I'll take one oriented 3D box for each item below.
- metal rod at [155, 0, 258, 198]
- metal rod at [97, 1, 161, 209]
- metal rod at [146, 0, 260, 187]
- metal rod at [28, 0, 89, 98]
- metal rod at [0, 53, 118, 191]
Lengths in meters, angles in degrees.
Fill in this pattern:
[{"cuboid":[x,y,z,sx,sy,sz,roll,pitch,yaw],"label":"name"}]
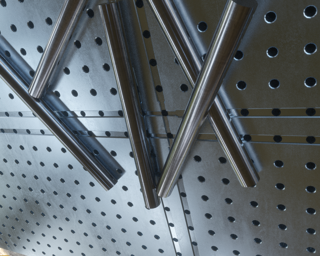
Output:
[{"cuboid":[0.037,-0.005,0.359,0.025,0.025,0.298,28,137,10],"label":"metal rod"},{"cuboid":[-0.035,-0.012,0.420,0.025,0.025,0.298,4,120,26],"label":"metal rod"},{"cuboid":[0.043,-0.058,0.351,0.025,0.025,0.299,-18,109,35],"label":"metal rod"},{"cuboid":[-0.110,-0.140,0.379,0.025,0.025,0.298,42,129,-1],"label":"metal rod"},{"cuboid":[-0.177,-0.017,0.491,0.300,0.025,0.025,49,128,-7],"label":"metal rod"}]
